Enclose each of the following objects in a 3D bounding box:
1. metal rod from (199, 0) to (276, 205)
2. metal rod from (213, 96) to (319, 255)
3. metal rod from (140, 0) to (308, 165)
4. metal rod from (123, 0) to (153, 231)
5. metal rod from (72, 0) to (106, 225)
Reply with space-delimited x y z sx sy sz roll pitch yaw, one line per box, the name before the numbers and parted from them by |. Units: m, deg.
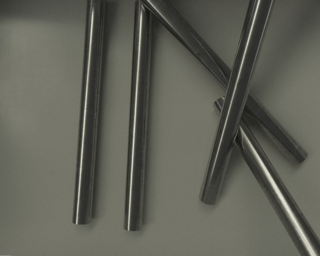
metal rod | 0.089 -0.040 0.356 0.025 0.025 0.298 10 113 -1
metal rod | 0.139 0.086 0.347 0.025 0.025 0.299 -25 63 0
metal rod | 0.083 -0.066 0.400 0.025 0.025 0.300 -44 95 0
metal rod | -0.029 -0.016 0.411 0.025 0.025 0.298 3 90 -1
metal rod | -0.093 -0.025 0.410 0.025 0.025 0.298 4 90 -1
